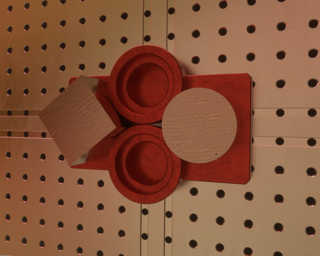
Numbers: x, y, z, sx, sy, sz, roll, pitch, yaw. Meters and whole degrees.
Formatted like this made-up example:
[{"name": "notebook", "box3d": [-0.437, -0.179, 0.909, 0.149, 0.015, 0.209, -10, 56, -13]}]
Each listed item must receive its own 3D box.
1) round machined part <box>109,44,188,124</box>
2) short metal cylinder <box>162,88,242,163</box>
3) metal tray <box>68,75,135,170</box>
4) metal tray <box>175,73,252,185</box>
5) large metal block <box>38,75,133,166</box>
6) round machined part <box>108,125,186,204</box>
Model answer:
[{"name": "round machined part", "box3d": [-0.012, -0.054, 0.398, 0.098, 0.042, 0.097, 0, 90, 20]}, {"name": "short metal cylinder", "box3d": [0.048, -0.003, 0.349, 0.080, 0.050, 0.079, 0, 90, 20]}, {"name": "metal tray", "box3d": [-0.083, -0.007, 0.439, 0.090, 0.030, 0.129, 1, 90, 18]}, {"name": "metal tray", "box3d": [0.067, 0.000, 0.384, 0.090, 0.030, 0.129, 1, 90, 19]}, {"name": "large metal block", "box3d": [-0.095, -0.009, 0.400, 0.080, 0.050, 0.080, -38, 78, 16]}, {"name": "round machined part", "box3d": [-0.014, 0.045, 0.398, 0.098, 0.042, 0.097, 0, 90, 20]}]
